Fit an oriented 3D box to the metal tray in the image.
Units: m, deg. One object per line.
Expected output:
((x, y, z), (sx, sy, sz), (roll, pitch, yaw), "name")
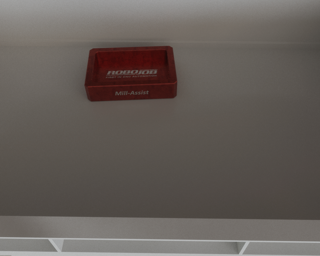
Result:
((-0.043, -0.085, 0.472), (0.131, 0.030, 0.090), (-2, 50, -2), "metal tray")
